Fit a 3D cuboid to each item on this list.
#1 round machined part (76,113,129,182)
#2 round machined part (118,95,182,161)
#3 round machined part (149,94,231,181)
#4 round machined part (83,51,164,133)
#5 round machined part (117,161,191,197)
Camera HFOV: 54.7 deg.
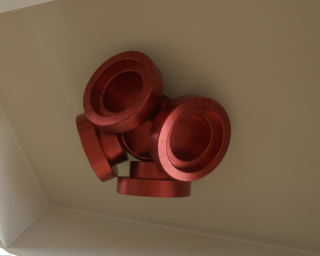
[{"bbox_3d":[-0.074,0.021,0.422,0.042,0.098,0.097,-22,112,-4],"label":"round machined part"},{"bbox_3d":[-0.015,0.005,0.404,0.098,0.042,0.097,13,124,20],"label":"round machined part"},{"bbox_3d":[0.031,0.009,0.361,0.042,0.099,0.097,28,139,58],"label":"round machined part"},{"bbox_3d":[-0.039,-0.038,0.367,0.098,0.098,0.042,-4,154,29],"label":"round machined part"},{"bbox_3d":[-0.007,0.066,0.415,0.098,0.098,0.042,-1,82,28],"label":"round machined part"}]
